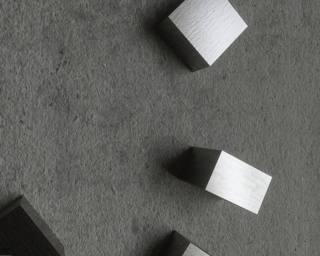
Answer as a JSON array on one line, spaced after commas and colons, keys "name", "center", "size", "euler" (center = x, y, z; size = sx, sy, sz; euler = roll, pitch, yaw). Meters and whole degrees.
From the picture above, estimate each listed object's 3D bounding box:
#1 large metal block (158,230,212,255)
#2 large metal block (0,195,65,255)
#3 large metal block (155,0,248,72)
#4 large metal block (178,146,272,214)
[{"name": "large metal block", "center": [0.037, 0.197, 0.409], "size": [0.080, 0.050, 0.080], "euler": [39, 78, -16]}, {"name": "large metal block", "center": [-0.162, 0.134, 0.336], "size": [0.080, 0.050, 0.080], "euler": [-36, 102, -16]}, {"name": "large metal block", "center": [0.055, -0.135, 0.415], "size": [0.080, 0.050, 0.080], "euler": [46, 76, -14]}, {"name": "large metal block", "center": [0.083, 0.066, 0.410], "size": [0.080, 0.080, 0.050], "euler": [28, 81, -18]}]
